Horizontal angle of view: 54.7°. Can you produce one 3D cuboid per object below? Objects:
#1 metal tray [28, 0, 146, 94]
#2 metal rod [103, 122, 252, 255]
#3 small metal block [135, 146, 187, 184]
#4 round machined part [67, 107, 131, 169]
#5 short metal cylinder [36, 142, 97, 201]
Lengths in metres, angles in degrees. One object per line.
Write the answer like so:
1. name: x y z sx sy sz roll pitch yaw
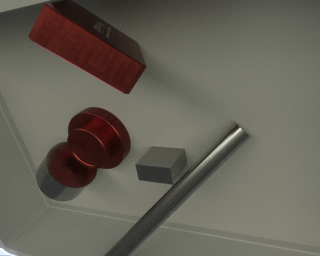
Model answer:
1. metal tray: -0.064 -0.085 0.304 0.090 0.130 0.030 29 107 -19
2. metal rod: 0.000 0.108 0.399 0.025 0.025 0.299 42 105 -1
3. small metal block: 0.003 0.049 0.419 0.050 0.050 0.025 3 117 26
4. round machined part: -0.097 0.022 0.460 0.098 0.042 0.097 13 124 20
5. short metal cylinder: -0.148 0.069 0.491 0.080 0.080 0.050 43 129 -2
